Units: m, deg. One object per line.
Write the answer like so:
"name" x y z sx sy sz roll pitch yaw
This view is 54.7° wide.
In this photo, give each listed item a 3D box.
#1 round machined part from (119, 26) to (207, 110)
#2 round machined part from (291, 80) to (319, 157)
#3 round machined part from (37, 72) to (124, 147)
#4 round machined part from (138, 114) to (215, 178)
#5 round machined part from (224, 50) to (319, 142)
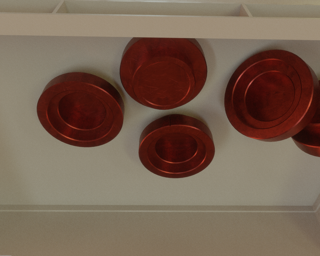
"round machined part" 0.004 -0.059 0.348 0.099 0.042 0.097 -1 130 0
"round machined part" 0.190 -0.018 0.349 0.098 0.098 0.042 -29 125 22
"round machined part" -0.092 -0.026 0.375 0.099 0.042 0.097 -1 130 0
"round machined part" 0.021 0.020 0.415 0.099 0.042 0.097 -1 130 0
"round machined part" 0.124 -0.033 0.342 0.042 0.098 0.098 15 133 -45
